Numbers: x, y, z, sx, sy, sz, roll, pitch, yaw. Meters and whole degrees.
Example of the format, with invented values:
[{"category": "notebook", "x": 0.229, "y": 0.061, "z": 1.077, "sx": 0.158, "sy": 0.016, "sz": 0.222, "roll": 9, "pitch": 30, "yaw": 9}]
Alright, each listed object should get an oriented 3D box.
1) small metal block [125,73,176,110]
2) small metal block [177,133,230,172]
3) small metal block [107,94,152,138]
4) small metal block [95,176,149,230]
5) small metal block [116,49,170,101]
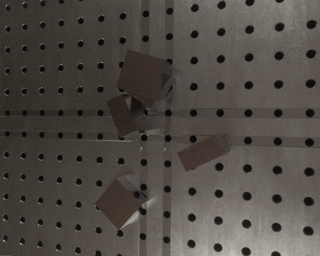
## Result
[{"category": "small metal block", "x": -0.015, "y": -0.060, "z": 0.417, "sx": 0.050, "sy": 0.025, "sz": 0.050, "roll": 36, "pitch": 101, "yaw": 16}, {"category": "small metal block", "x": 0.055, "y": 0.029, "z": 0.379, "sx": 0.050, "sy": 0.050, "sz": 0.025, "roll": -28, "pitch": 81, "yaw": 17}, {"category": "small metal block", "x": -0.040, "y": -0.016, "z": 0.412, "sx": 0.025, "sy": 0.050, "sz": 0.050, "roll": -24, "pitch": 83, "yaw": 19}, {"category": "small metal block", "x": -0.053, "y": 0.103, "z": 0.430, "sx": 0.050, "sy": 0.025, "sz": 0.050, "roll": 43, "pitch": 103, "yaw": 14}, {"category": "small metal block", "x": -0.021, "y": -0.067, "z": 0.393, "sx": 0.050, "sy": 0.025, "sz": 0.050, "roll": 20, "pitch": 96, "yaw": 18}]
